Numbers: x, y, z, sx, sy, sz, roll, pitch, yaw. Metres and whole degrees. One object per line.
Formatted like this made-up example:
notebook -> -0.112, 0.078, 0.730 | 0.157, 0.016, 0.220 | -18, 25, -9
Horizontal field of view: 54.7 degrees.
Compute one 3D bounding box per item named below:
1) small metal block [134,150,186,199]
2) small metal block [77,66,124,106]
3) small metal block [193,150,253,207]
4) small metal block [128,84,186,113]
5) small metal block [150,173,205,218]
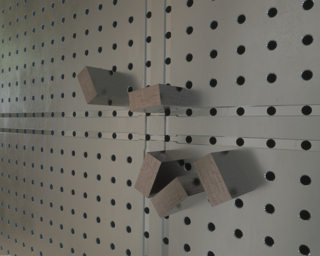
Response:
small metal block -> 0.001, 0.057, 0.391 | 0.025, 0.050, 0.050 | 31, 109, 35
small metal block -> -0.089, -0.062, 0.464 | 0.025, 0.050, 0.050 | -37, 68, 34
small metal block -> 0.069, 0.053, 0.335 | 0.025, 0.050, 0.050 | -35, 69, 34
small metal block -> -0.003, -0.036, 0.394 | 0.050, 0.050, 0.025 | -10, 84, 39
small metal block -> 0.026, 0.079, 0.370 | 0.050, 0.050, 0.025 | -46, 63, 30
